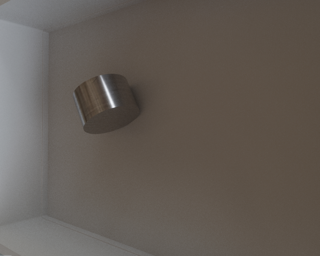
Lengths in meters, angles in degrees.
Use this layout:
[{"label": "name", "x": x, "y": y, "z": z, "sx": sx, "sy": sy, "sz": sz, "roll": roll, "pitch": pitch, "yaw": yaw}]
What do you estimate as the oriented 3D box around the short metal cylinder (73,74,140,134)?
[{"label": "short metal cylinder", "x": -0.075, "y": -0.032, "z": 0.434, "sx": 0.080, "sy": 0.081, "sz": 0.050, "roll": -35, "pitch": 68, "yaw": 34}]
